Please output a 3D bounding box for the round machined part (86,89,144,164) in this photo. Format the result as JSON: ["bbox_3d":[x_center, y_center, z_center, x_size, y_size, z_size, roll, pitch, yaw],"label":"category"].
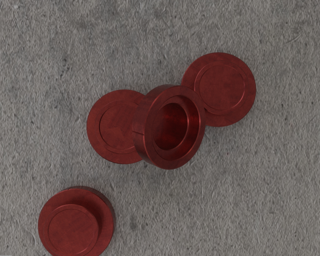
[{"bbox_3d":[-0.046,-0.002,0.401,0.099,0.042,0.097,0,90,0],"label":"round machined part"}]

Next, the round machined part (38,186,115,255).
[{"bbox_3d":[-0.109,0.127,0.401,0.099,0.042,0.097,0,90,0],"label":"round machined part"}]

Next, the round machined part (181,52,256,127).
[{"bbox_3d":[0.076,-0.050,0.402,0.099,0.042,0.097,0,90,0],"label":"round machined part"}]

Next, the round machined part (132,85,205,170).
[{"bbox_3d":[0.006,-0.003,0.367,0.099,0.042,0.097,-12,108,-40],"label":"round machined part"}]
